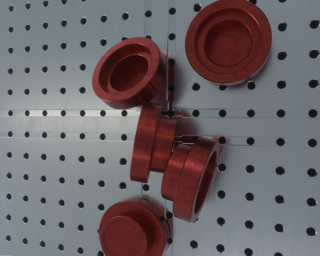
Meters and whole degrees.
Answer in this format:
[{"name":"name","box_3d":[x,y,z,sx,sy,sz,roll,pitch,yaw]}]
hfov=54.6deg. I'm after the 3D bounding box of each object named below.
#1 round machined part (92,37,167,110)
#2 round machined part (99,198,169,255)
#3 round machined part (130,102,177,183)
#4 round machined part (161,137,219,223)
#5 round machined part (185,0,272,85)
[{"name":"round machined part","box_3d":[-0.035,-0.066,0.403,0.098,0.042,0.098,-13,59,22]},{"name":"round machined part","box_3d":[-0.040,0.147,0.418,0.098,0.042,0.097,0,90,20]},{"name":"round machined part","box_3d":[-0.006,0.019,0.379,0.042,0.098,0.097,10,94,1]},{"name":"round machined part","box_3d":[0.034,0.056,0.362,0.042,0.098,0.097,17,96,19]},{"name":"round machined part","box_3d":[0.083,-0.100,0.374,0.098,0.042,0.097,0,90,20]}]
